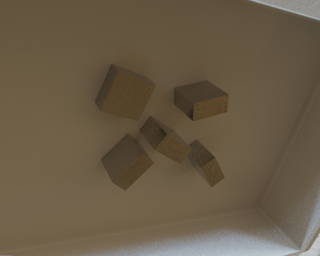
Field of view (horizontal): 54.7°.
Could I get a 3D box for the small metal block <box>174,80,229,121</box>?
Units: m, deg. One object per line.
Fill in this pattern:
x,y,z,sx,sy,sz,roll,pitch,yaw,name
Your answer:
0.052,-0.037,0.400,0.050,0.050,0.025,-15,125,-20,small metal block

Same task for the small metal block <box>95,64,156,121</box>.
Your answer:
-0.041,-0.040,0.363,0.050,0.025,0.050,16,110,-35,small metal block

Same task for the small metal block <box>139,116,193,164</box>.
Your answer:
0.007,0.015,0.408,0.050,0.050,0.025,32,100,-39,small metal block

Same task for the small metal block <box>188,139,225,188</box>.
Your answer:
0.066,0.053,0.463,0.025,0.050,0.050,-35,129,-5,small metal block

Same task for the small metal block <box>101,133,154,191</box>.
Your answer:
-0.043,0.043,0.397,0.050,0.050,0.025,-44,130,2,small metal block
